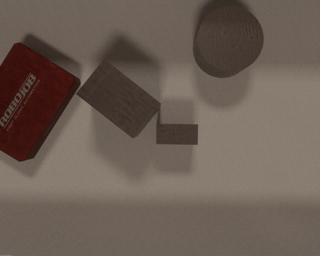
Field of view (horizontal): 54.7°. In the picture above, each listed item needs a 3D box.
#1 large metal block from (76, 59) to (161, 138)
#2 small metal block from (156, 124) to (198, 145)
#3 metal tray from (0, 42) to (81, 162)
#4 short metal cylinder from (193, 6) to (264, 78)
[{"bbox_3d":[-0.046,-0.033,0.383,0.080,0.080,0.050,38,90,-1],"label":"large metal block"},{"bbox_3d":[0.021,0.007,0.399,0.050,0.050,0.025,1,90,-1],"label":"small metal block"},{"bbox_3d":[-0.178,-0.033,0.407,0.090,0.030,0.130,32,90,-1],"label":"metal tray"},{"bbox_3d":[0.086,-0.108,0.400,0.081,0.050,0.079,0,90,-1],"label":"short metal cylinder"}]
